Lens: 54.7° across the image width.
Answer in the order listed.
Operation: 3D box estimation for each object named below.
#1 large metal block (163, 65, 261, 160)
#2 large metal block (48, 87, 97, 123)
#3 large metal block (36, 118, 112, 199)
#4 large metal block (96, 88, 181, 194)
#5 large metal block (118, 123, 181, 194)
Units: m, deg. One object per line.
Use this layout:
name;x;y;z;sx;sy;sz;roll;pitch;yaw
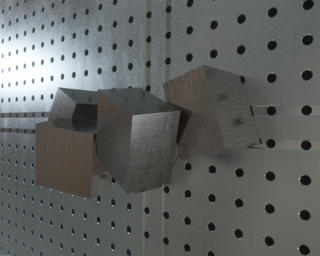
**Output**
large metal block;0.056;-0.014;0.326;0.050;0.081;0.080;-21;77;38
large metal block;-0.117;-0.011;0.466;0.050;0.081;0.079;37;112;33
large metal block;-0.107;0.035;0.394;0.080;0.050;0.079;9;104;18
large metal block;-0.027;0.008;0.323;0.080;0.050;0.079;35;126;50
large metal block;-0.024;0.026;0.410;0.080;0.050;0.079;39;114;32
